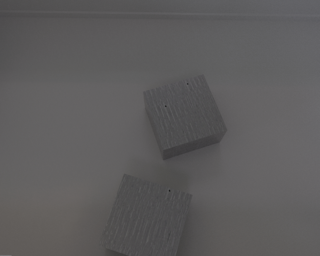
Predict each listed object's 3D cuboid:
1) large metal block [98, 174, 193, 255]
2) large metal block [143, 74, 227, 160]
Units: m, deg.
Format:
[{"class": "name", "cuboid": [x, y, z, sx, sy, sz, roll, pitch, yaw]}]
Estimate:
[{"class": "large metal block", "cuboid": [-0.014, 0.107, 0.357, 0.080, 0.050, 0.080, 17, 71, 6]}, {"class": "large metal block", "cuboid": [0.030, -0.013, 0.401, 0.080, 0.050, 0.080, -17, 71, -6]}]
